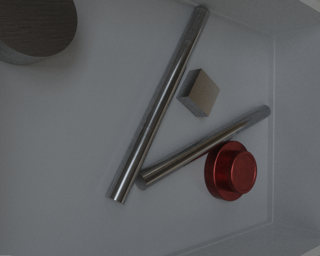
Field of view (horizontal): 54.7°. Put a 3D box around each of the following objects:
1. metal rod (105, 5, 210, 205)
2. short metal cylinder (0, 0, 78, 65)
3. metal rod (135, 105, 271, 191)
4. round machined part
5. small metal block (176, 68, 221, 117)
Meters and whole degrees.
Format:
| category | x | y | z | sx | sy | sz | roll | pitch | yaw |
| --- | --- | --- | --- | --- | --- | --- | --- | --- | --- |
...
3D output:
| category | x | y | z | sx | sy | sz | roll | pitch | yaw |
| --- | --- | --- | --- | --- | --- | --- | --- | --- | --- |
| metal rod | 0.005 | -0.044 | 0.412 | 0.025 | 0.025 | 0.300 | 38 | 67 | -34 |
| short metal cylinder | -0.125 | -0.102 | 0.286 | 0.081 | 0.050 | 0.079 | 0 | 90 | -40 |
| metal rod | 0.084 | 0.018 | 0.479 | 0.302 | 0.025 | 0.025 | -24 | 106 | -38 |
| round machined part | 0.120 | 0.069 | 0.499 | 0.099 | 0.042 | 0.097 | 0 | 90 | -40 |
| small metal block | 0.057 | -0.051 | 0.457 | 0.050 | 0.025 | 0.050 | 40 | 66 | -33 |
